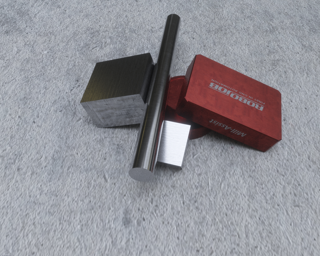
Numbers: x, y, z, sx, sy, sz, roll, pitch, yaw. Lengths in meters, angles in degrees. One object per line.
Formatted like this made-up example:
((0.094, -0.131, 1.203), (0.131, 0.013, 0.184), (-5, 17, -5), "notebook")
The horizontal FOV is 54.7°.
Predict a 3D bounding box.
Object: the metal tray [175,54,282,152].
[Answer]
((0.093, -0.034, 0.401), (0.131, 0.030, 0.090), (23, 52, -8), "metal tray")

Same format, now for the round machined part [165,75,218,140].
((0.033, -0.034, 0.422), (0.099, 0.042, 0.098), (0, 50, 0), "round machined part")

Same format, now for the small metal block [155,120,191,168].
((0.008, 0.019, 0.376), (0.050, 0.025, 0.050), (12, 76, 10), "small metal block")

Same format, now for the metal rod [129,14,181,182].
((0.002, -0.064, 0.404), (0.025, 0.025, 0.300), (6, 48, 5), "metal rod")

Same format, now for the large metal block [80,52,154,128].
((-0.049, -0.050, 0.416), (0.080, 0.050, 0.080), (-6, 48, 18), "large metal block")
